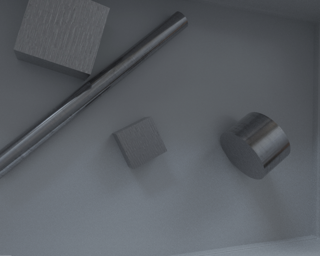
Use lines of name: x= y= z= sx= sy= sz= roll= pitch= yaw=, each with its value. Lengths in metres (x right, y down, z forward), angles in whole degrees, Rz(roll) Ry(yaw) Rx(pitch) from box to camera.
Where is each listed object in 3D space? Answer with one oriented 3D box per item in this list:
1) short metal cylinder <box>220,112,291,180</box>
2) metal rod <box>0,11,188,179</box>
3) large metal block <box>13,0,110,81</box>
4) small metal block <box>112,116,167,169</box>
short metal cylinder: x=0.131 y=0.025 z=0.431 sx=0.050 sy=0.080 sz=0.080 roll=-36 pitch=102 yaw=-17
metal rod: x=-0.078 y=-0.050 z=0.382 sx=0.301 sy=0.025 sz=0.025 roll=-42 pitch=104 yaw=-15
large metal block: x=-0.112 y=-0.108 z=0.356 sx=0.081 sy=0.050 sz=0.080 roll=16 pitch=85 yaw=-20
small metal block: x=-0.026 y=0.018 z=0.402 sx=0.050 sy=0.025 sz=0.050 roll=-28 pitch=99 yaw=-18
